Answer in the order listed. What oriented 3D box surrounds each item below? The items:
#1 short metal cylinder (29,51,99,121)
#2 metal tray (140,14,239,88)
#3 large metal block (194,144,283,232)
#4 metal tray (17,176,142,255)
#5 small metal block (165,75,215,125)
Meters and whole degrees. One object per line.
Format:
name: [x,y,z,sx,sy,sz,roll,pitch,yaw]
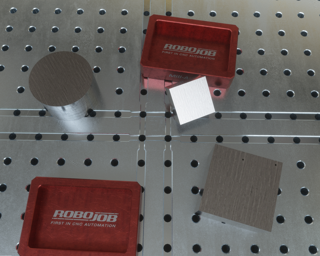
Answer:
short metal cylinder: [-0.126,-0.055,0.417,0.081,0.050,0.080,0,70,0]
metal tray: [0.043,-0.112,0.450,0.131,0.030,0.090,8,70,2]
large metal block: [0.092,0.074,0.373,0.080,0.050,0.080,16,71,5]
metal tray: [-0.090,0.108,0.368,0.131,0.030,0.090,3,70,0]
small metal block: [0.040,-0.038,0.413,0.050,0.025,0.050,-21,106,-8]
